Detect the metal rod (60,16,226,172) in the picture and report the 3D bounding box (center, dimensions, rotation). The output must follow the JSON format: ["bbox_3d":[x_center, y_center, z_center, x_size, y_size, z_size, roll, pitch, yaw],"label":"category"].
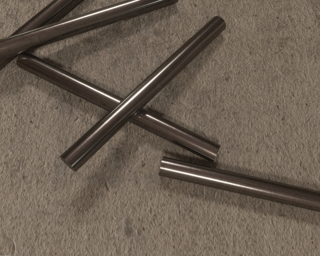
[{"bbox_3d":[-0.007,-0.058,0.408,0.025,0.025,0.301,39,66,12],"label":"metal rod"}]

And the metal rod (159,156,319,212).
[{"bbox_3d":[0.148,0.080,0.380,0.302,0.025,0.025,12,71,4],"label":"metal rod"}]

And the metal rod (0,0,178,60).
[{"bbox_3d":[-0.111,-0.151,0.448,0.302,0.025,0.025,-23,72,-14],"label":"metal rod"}]

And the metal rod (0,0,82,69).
[{"bbox_3d":[-0.185,-0.151,0.460,0.025,0.025,0.301,39,74,12],"label":"metal rod"}]

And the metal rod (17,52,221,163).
[{"bbox_3d":[-0.061,-0.032,0.419,0.301,0.025,0.025,26,72,8],"label":"metal rod"}]
